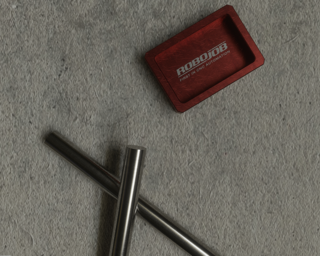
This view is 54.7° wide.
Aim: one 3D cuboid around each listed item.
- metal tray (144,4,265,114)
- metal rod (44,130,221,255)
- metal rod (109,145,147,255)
[{"bbox_3d":[0.057,-0.088,0.408,0.130,0.030,0.090,-31,90,-1],"label":"metal tray"},{"bbox_3d":[-0.025,0.104,0.409,0.301,0.025,0.025,37,90,-1],"label":"metal rod"},{"bbox_3d":[-0.053,0.169,0.392,0.025,0.025,0.298,10,97,-1],"label":"metal rod"}]
